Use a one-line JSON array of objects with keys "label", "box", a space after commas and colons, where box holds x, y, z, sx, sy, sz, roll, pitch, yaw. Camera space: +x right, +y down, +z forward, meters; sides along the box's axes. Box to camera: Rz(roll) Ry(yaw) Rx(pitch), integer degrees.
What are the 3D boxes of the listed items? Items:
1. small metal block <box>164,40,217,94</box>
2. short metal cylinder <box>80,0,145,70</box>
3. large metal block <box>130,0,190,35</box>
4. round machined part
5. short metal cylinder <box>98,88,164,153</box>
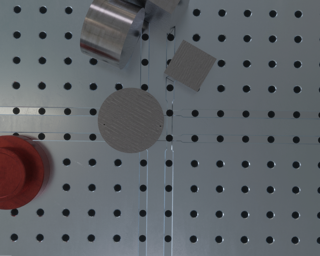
[{"label": "small metal block", "box": [0.039, -0.081, 0.414, 0.050, 0.025, 0.050, 30, 90, 0]}, {"label": "short metal cylinder", "box": [-0.058, -0.120, 0.385, 0.050, 0.080, 0.080, 23, 90, 0]}, {"label": "large metal block", "box": [-0.008, -0.169, 0.386, 0.080, 0.080, 0.050, 32, 90, 0]}, {"label": "round machined part", "box": [-0.200, 0.058, 0.403, 0.099, 0.042, 0.097, 0, 90, 0]}, {"label": "short metal cylinder", "box": [-0.035, -0.009, 0.400, 0.081, 0.050, 0.079, 0, 90, 0]}]
